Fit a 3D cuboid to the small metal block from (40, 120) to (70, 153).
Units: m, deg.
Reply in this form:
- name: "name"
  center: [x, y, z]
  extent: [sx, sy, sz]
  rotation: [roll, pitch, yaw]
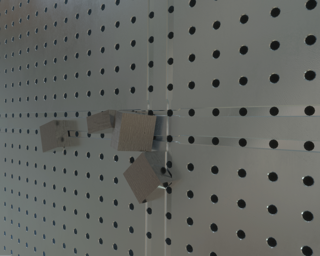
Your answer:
- name: "small metal block"
  center: [-0.195, 0.016, 0.573]
  extent: [0.050, 0.025, 0.050]
  rotation: [-18, 79, 38]

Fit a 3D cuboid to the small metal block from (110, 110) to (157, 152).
- name: "small metal block"
  center: [-0.036, 0.004, 0.421]
  extent: [0.025, 0.050, 0.050]
  rotation: [20, 103, 58]

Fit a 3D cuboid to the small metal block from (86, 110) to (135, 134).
- name: "small metal block"
  center: [-0.070, -0.008, 0.452]
  extent: [0.050, 0.050, 0.025]
  rotation: [-13, 82, 39]

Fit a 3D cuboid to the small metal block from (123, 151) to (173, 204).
- name: "small metal block"
  center: [-0.017, 0.067, 0.425]
  extent: [0.050, 0.025, 0.050]
  rotation: [-48, 62, 29]
